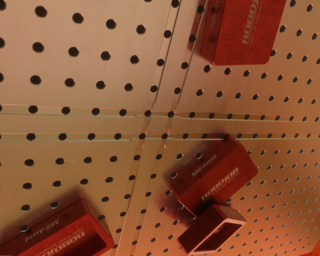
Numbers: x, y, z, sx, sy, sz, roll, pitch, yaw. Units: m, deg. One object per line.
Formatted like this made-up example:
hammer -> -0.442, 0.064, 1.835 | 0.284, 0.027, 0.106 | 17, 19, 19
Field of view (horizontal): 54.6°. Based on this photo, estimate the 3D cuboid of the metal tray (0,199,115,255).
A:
metal tray -> -0.140, 0.167, 0.433 | 0.131, 0.030, 0.090 | -30, 128, -9

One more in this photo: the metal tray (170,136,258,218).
metal tray -> 0.091, 0.084, 0.509 | 0.130, 0.030, 0.090 | -41, 129, -1

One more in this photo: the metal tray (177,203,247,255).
metal tray -> 0.095, 0.179, 0.542 | 0.090, 0.030, 0.130 | -46, 146, 8

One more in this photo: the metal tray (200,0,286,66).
metal tray -> 0.105, -0.143, 0.376 | 0.091, 0.030, 0.129 | -7, 122, -25
